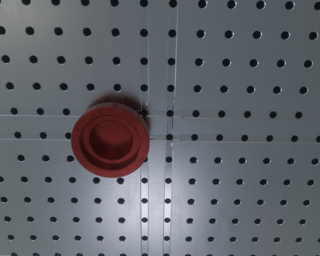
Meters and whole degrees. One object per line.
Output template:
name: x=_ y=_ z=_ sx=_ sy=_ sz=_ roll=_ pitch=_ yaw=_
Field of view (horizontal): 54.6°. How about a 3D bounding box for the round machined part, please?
round machined part: x=-0.063 y=0.013 z=0.409 sx=0.099 sy=0.042 sz=0.097 roll=0 pitch=110 yaw=0
